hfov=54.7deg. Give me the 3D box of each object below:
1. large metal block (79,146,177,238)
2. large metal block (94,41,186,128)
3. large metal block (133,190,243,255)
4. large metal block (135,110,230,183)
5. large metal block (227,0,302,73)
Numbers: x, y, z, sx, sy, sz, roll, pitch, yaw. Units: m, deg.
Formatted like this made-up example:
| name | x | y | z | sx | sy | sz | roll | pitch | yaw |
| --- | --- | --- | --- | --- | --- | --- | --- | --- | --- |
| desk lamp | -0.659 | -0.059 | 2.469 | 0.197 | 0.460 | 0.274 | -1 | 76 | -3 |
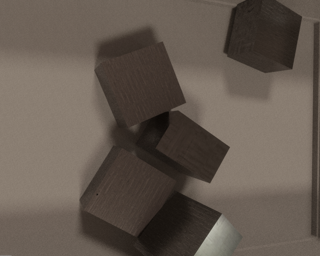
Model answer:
| name | x | y | z | sx | sy | sz | roll | pitch | yaw |
| --- | --- | --- | --- | --- | --- | --- | --- | --- | --- |
| large metal block | -0.040 | 0.078 | 0.383 | 0.080 | 0.050 | 0.080 | 34 | 79 | -17 |
| large metal block | -0.025 | -0.052 | 0.389 | 0.081 | 0.050 | 0.080 | -24 | 99 | -19 |
| large metal block | 0.030 | 0.128 | 0.349 | 0.080 | 0.080 | 0.050 | -50 | 122 | -18 |
| large metal block | 0.026 | 0.022 | 0.392 | 0.080 | 0.080 | 0.050 | 34 | 79 | -17 |
| large metal block | 0.152 | -0.132 | 0.448 | 0.081 | 0.050 | 0.080 | 14 | 85 | -29 |
